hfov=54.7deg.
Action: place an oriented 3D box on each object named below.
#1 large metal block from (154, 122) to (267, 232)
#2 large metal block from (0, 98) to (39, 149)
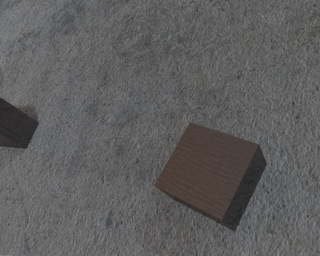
[{"bbox_3d":[0.055,0.049,0.329,0.080,0.050,0.080,20,72,35],"label":"large metal block"},{"bbox_3d":[-0.268,-0.007,0.514,0.080,0.080,0.050,2,63,29],"label":"large metal block"}]
